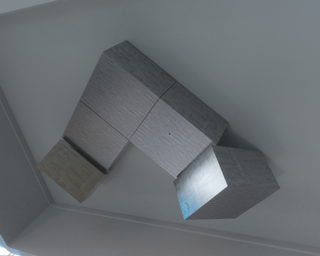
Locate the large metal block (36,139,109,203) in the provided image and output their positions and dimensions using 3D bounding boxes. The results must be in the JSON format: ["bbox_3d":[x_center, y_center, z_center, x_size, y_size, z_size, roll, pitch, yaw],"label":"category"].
[{"bbox_3d":[-0.127,0.064,0.469,0.080,0.050,0.080,39,172,1],"label":"large metal block"}]

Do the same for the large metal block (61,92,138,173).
[{"bbox_3d":[-0.079,0.002,0.434,0.080,0.050,0.080,39,129,1],"label":"large metal block"}]

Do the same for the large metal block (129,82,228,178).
[{"bbox_3d":[0.022,0.005,0.381,0.080,0.050,0.080,39,129,1],"label":"large metal block"}]

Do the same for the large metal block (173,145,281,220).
[{"bbox_3d":[0.076,0.067,0.364,0.081,0.050,0.080,9,138,-31],"label":"large metal block"}]

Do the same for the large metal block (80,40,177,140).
[{"bbox_3d":[-0.040,-0.046,0.383,0.080,0.050,0.080,39,129,1],"label":"large metal block"}]
